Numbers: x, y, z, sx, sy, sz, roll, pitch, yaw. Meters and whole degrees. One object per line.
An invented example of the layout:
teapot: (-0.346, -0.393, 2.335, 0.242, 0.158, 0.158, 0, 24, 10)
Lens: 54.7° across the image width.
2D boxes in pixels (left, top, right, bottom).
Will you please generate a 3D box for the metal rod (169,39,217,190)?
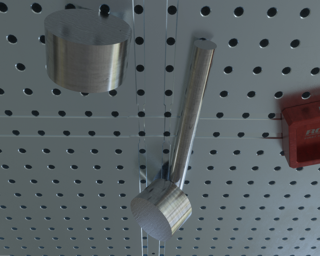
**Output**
metal rod: (0.034, 0.022, 0.431, 0.025, 0.025, 0.298, 4, 130, -4)

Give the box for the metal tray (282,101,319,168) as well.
metal tray: (0.236, 0.003, 0.414, 0.131, 0.030, 0.090, -13, 129, 10)

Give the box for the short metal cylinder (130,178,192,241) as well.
short metal cylinder: (0.001, 0.125, 0.476, 0.080, 0.050, 0.079, 25, 132, 30)

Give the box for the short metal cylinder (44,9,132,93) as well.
short metal cylinder: (-0.071, -0.078, 0.308, 0.081, 0.080, 0.050, 8, 130, -7)
